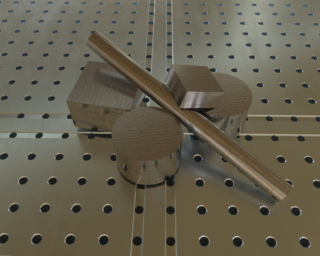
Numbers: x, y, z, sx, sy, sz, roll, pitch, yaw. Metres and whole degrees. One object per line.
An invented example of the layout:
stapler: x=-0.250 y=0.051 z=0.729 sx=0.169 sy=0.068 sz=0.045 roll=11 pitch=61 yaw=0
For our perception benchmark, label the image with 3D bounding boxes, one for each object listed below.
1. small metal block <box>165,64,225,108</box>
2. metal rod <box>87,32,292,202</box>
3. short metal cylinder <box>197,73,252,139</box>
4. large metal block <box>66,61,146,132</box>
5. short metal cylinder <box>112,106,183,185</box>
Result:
small metal block: x=0.041 y=-0.050 z=0.371 sx=0.050 sy=0.025 sz=0.050 roll=-2 pitch=47 yaw=-25
metal rod: x=0.026 y=-0.021 z=0.375 sx=0.300 sy=0.025 sz=0.025 roll=40 pitch=60 yaw=12
short metal cylinder: x=0.076 y=-0.028 z=0.411 sx=0.081 sy=0.050 sz=0.080 roll=0 pitch=50 yaw=0
large metal block: x=-0.068 y=-0.042 z=0.419 sx=0.080 sy=0.050 sz=0.080 roll=9 pitch=51 yaw=7
short metal cylinder: x=-0.014 y=0.020 z=0.369 sx=0.081 sy=0.050 sz=0.080 roll=0 pitch=50 yaw=0
